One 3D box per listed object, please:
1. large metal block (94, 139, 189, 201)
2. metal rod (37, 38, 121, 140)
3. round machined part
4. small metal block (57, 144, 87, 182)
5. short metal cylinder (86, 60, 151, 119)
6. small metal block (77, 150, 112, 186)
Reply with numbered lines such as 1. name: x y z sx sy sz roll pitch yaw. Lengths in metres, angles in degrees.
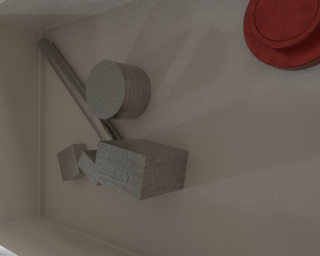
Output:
1. large metal block: -0.023 0.047 0.388 0.080 0.081 0.050 13 98 39
2. metal rod: -0.133 -0.056 0.513 0.300 0.025 0.025 50 119 28
3. round machined part: 0.124 -0.106 0.292 0.098 0.042 0.097 0 90 39
4. small metal block: -0.145 0.059 0.523 0.050 0.025 0.050 -27 73 36
5. short metal cylinder: -0.059 -0.052 0.437 0.080 0.050 0.079 0 90 39
6. small metal block: -0.084 0.057 0.457 0.050 0.050 0.025 39 114 32
